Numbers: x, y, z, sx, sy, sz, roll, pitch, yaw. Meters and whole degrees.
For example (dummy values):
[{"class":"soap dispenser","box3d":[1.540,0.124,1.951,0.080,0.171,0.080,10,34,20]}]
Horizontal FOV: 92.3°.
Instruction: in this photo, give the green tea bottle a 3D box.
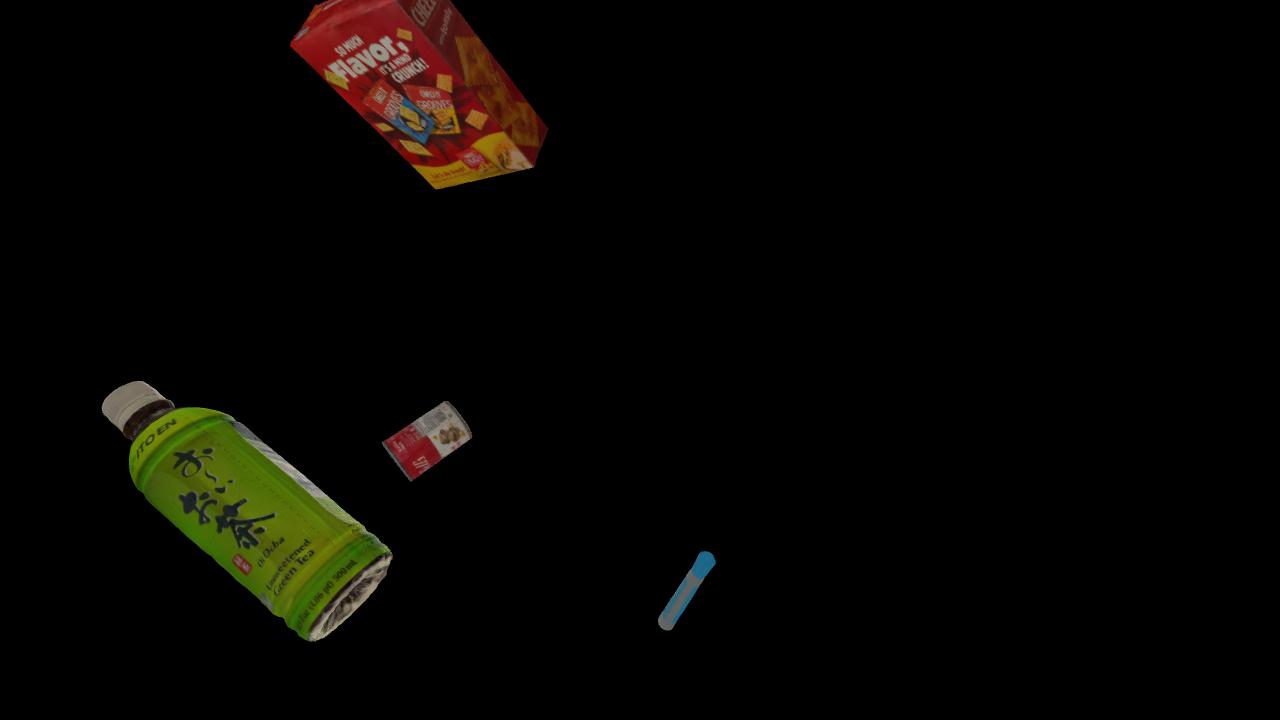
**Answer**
[{"class":"green tea bottle","box3d":[-0.264,0.089,0.405,0.212,0.073,0.073,38,6,8]}]

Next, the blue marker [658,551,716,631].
[{"class":"blue marker","box3d":[0.049,0.243,0.648,0.020,0.121,0.020,17,32,-11]}]

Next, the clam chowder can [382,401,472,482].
[{"class":"clam chowder can","box3d":[-0.295,0.112,0.858,0.102,0.068,0.068,-37,18,-24]}]

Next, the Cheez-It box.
[{"class":"Cheez-It box","box3d":[-0.234,-0.298,0.682,0.166,0.071,0.223,-1,-28,30]}]
